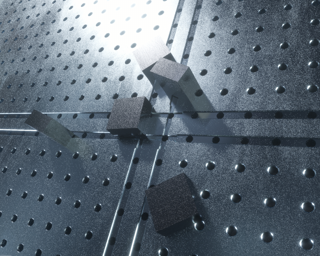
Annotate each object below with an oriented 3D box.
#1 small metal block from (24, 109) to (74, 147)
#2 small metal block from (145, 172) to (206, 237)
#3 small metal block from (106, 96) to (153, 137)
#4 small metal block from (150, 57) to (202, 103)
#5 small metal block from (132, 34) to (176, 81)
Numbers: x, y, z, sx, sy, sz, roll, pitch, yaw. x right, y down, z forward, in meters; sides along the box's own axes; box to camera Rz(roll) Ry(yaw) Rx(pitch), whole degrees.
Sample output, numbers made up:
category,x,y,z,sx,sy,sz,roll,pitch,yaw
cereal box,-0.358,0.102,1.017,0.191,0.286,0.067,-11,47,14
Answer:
category,x,y,z,sx,sy,sz,roll,pitch,yaw
small metal block,-0.171,0.001,0.479,0.050,0.050,0.025,21,73,35
small metal block,0.016,0.086,0.346,0.050,0.025,0.050,-27,53,10
small metal block,-0.043,-0.015,0.438,0.050,0.025,0.050,-3,60,26
small metal block,0.022,-0.065,0.419,0.050,0.050,0.025,28,77,37
small metal block,-0.009,-0.109,0.478,0.050,0.025,0.050,-31,52,7
